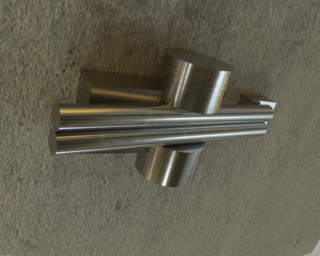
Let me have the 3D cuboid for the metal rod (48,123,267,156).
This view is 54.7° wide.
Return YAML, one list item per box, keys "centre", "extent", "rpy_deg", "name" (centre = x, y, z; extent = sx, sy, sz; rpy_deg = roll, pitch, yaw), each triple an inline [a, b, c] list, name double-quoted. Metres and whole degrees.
- centre: [0.025, 0.007, 0.368]
  extent: [0.302, 0.025, 0.025]
  rpy_deg: [-3, 120, -36]
  name: "metal rod"

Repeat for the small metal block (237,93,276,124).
- centre: [0.141, -0.023, 0.472]
  extent: [0.050, 0.025, 0.050]
  rpy_deg: [3, 117, -30]
  name: "small metal block"

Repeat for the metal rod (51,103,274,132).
- centre: [0.031, -0.015, 0.358]
  extent: [0.302, 0.025, 0.025]
  rpy_deg: [-3, 120, -36]
  name: "metal rod"

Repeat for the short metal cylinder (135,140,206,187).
- centre: [0.013, 0.031, 0.399]
  extent: [0.081, 0.080, 0.050]
  rpy_deg: [1, 118, -29]
  name: "short metal cylinder"

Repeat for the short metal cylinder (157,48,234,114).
- centre: [0.039, -0.056, 0.359]
  extent: [0.081, 0.080, 0.050]
  rpy_deg: [1, 118, -29]
  name: "short metal cylinder"

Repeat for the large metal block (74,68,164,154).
- centre: [-0.051, -0.018, 0.353]
  extent: [0.081, 0.050, 0.079]
  rpy_deg: [2, 118, -29]
  name: "large metal block"
